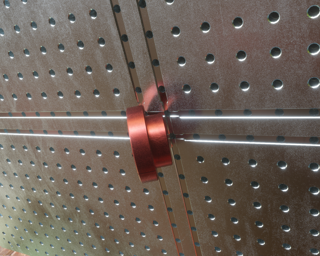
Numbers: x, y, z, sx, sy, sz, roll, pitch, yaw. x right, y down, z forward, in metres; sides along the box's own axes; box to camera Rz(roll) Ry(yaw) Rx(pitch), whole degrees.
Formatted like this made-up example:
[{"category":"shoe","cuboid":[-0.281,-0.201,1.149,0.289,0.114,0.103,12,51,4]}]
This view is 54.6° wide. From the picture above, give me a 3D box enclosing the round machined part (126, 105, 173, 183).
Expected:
[{"category":"round machined part","cuboid":[-0.011,0.018,0.394,0.042,0.098,0.097,-12,117,-1]}]
